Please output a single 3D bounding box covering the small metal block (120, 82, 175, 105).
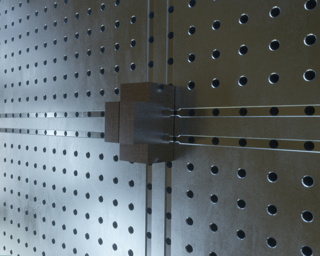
[{"bbox_3d":[-0.016,-0.044,0.407,0.050,0.050,0.025,3,92,40],"label":"small metal block"}]

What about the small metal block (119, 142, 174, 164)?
[{"bbox_3d":[-0.017,0.030,0.408,0.050,0.050,0.025,2,91,40],"label":"small metal block"}]

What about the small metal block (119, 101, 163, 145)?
[{"bbox_3d":[-0.022,-0.006,0.380,0.025,0.050,0.050,3,92,41],"label":"small metal block"}]

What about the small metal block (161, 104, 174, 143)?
[{"bbox_3d":[-0.009,-0.007,0.417,0.050,0.025,0.050,2,92,41],"label":"small metal block"}]

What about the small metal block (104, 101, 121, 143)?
[{"bbox_3d":[-0.043,-0.007,0.396,0.025,0.050,0.050,2,92,40],"label":"small metal block"}]
